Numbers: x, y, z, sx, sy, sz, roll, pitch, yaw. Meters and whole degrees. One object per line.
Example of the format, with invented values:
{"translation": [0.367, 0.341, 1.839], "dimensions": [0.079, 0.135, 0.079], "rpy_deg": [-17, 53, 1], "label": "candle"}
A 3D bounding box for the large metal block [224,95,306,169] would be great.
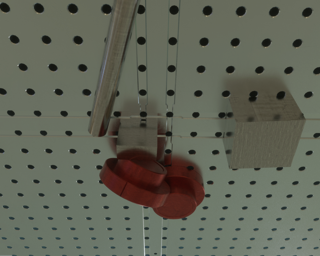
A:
{"translation": [0.130, 0.006, 0.402], "dimensions": [0.080, 0.050, 0.079], "rpy_deg": [-2, 130, 1], "label": "large metal block"}

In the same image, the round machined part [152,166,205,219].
{"translation": [0.022, 0.109, 0.493], "dimensions": [0.099, 0.042, 0.097], "rpy_deg": [0, 130, 0], "label": "round machined part"}

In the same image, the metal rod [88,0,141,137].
{"translation": [-0.040, -0.106, 0.321], "dimensions": [0.025, 0.025, 0.298], "rpy_deg": [13, 129, -11], "label": "metal rod"}

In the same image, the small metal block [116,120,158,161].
{"translation": [-0.029, 0.016, 0.408], "dimensions": [0.050, 0.050, 0.025], "rpy_deg": [2, 130, -2], "label": "small metal block"}

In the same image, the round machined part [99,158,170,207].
{"translation": [-0.029, 0.064, 0.426], "dimensions": [0.099, 0.098, 0.042], "rpy_deg": [23, 98, -19], "label": "round machined part"}
